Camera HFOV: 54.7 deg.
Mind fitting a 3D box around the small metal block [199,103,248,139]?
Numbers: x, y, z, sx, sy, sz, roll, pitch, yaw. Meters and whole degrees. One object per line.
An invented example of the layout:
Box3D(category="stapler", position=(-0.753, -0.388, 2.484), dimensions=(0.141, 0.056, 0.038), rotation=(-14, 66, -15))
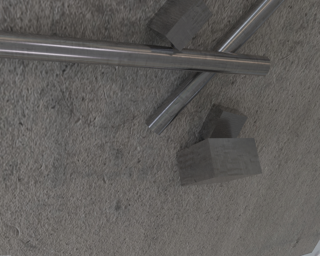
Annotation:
Box3D(category="small metal block", position=(0.093, -0.004, 0.455), dimensions=(0.050, 0.025, 0.050), rotation=(11, 113, -33))

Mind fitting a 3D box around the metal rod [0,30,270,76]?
Box3D(category="metal rod", position=(-0.011, -0.077, 0.333), dimensions=(0.303, 0.025, 0.025), rotation=(0, 119, -22))

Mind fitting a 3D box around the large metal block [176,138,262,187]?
Box3D(category="large metal block", position=(0.081, 0.049, 0.439), dimensions=(0.081, 0.050, 0.080), rotation=(1, 162, -29))

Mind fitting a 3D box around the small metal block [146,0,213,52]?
Box3D(category="small metal block", position=(0.019, -0.115, 0.330), dimensions=(0.050, 0.050, 0.025), rotation=(-48, 129, 5))

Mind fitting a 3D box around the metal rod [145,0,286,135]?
Box3D(category="metal rod", position=(0.092, -0.108, 0.390), dimensions=(0.300, 0.025, 0.025), rotation=(-47, 129, 5))
